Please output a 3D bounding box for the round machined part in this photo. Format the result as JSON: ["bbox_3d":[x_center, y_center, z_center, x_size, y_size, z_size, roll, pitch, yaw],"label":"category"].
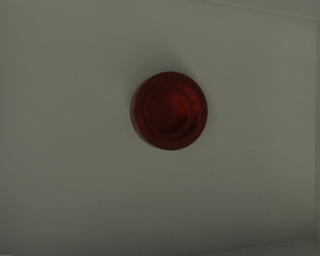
[{"bbox_3d":[0.008,-0.021,0.401,0.099,0.042,0.097,0,90,-20],"label":"round machined part"}]
